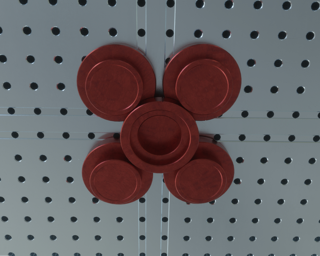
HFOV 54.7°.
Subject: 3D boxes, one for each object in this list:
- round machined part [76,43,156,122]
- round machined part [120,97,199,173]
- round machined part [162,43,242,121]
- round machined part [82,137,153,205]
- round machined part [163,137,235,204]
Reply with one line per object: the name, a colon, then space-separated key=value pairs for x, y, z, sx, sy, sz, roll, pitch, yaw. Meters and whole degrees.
round machined part: x=-0.054 y=-0.053 z=0.383 sx=0.099 sy=0.042 sz=0.097 roll=0 pitch=110 yaw=-1
round machined part: x=0.000 y=0.006 z=0.405 sx=0.099 sy=0.042 sz=0.097 roll=0 pitch=110 yaw=-1
round machined part: x=0.052 y=-0.054 z=0.384 sx=0.099 sy=0.042 sz=0.097 roll=0 pitch=110 yaw=-1
round machined part: x=-0.059 y=0.065 z=0.428 sx=0.099 sy=0.042 sz=0.097 roll=0 pitch=110 yaw=-1
round machined part: x=0.054 y=0.064 z=0.428 sx=0.099 sy=0.042 sz=0.097 roll=0 pitch=110 yaw=-1
